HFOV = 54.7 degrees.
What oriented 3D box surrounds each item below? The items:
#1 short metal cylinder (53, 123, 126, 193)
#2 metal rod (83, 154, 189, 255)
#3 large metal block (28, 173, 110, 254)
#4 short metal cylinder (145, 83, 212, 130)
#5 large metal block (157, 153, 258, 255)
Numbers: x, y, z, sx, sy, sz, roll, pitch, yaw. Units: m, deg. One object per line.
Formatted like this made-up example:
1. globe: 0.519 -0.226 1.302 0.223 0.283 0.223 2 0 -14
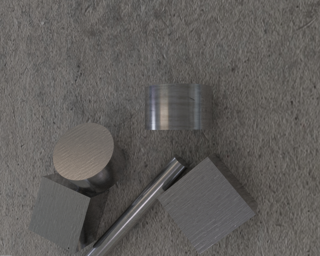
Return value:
1. short metal cylinder: -0.092 0.040 0.410 0.080 0.050 0.080 -5 60 10
2. metal rod: -0.067 0.153 0.432 0.025 0.025 0.299 44 103 14
3. large metal block: -0.129 0.116 0.441 0.080 0.050 0.080 19 96 19
4. short metal cylinder: 0.022 -0.023 0.372 0.080 0.080 0.050 0 90 20
5. large metal block: 0.058 0.088 0.375 0.080 0.050 0.080 -42 77 15
